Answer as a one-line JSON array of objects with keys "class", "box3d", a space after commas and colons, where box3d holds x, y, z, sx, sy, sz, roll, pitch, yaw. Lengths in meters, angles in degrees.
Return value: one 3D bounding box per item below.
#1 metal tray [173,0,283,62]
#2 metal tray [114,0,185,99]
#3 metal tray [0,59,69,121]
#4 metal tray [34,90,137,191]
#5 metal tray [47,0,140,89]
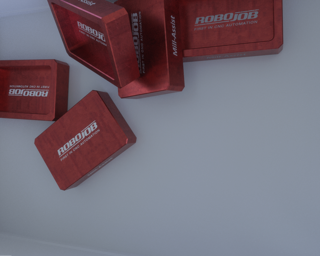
[{"class": "metal tray", "box3d": [0.080, -0.133, 0.379, 0.130, 0.030, 0.089, -1, 90, 20]}, {"class": "metal tray", "box3d": [-0.017, -0.106, 0.396, 0.090, 0.030, 0.129, -5, 89, 42]}, {"class": "metal tray", "box3d": [-0.206, -0.058, 0.480, 0.130, 0.030, 0.089, 4, 91, 19]}, {"class": "metal tray", "box3d": [-0.110, 0.018, 0.447, 0.130, 0.030, 0.090, -37, 79, 16]}, {"class": "metal tray", "box3d": [-0.083, -0.114, 0.382, 0.030, 0.090, 0.130, -36, 50, -25]}]
